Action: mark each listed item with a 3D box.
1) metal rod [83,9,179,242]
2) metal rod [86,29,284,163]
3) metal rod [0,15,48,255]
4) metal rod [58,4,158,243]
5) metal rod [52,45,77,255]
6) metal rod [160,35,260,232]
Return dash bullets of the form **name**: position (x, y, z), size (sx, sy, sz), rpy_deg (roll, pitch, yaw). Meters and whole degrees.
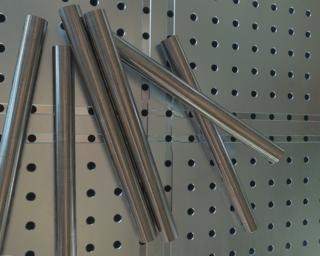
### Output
- **metal rod**: position (-0.031, 0.007, 0.385), size (0.025, 0.025, 0.299), rpy_deg (-22, 103, -19)
- **metal rod**: position (0.036, -0.043, 0.402), size (0.301, 0.025, 0.025), rpy_deg (33, 79, -8)
- **metal rod**: position (-0.167, 0.022, 0.350), size (0.025, 0.025, 0.299), rpy_deg (11, 86, -20)
- **metal rod**: position (-0.060, 0.003, 0.381), size (0.025, 0.025, 0.299), rpy_deg (-21, 101, -19)
- **metal rod**: position (-0.114, 0.054, 0.370), size (0.025, 0.025, 0.298), rpy_deg (-1, 90, -20)
- **metal rod**: position (0.074, 0.014, 0.439), size (0.025, 0.025, 0.299), rpy_deg (-28, 99, -18)
